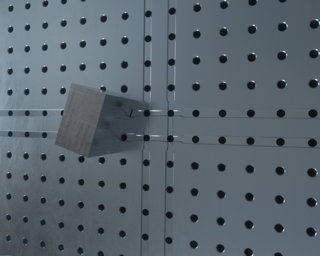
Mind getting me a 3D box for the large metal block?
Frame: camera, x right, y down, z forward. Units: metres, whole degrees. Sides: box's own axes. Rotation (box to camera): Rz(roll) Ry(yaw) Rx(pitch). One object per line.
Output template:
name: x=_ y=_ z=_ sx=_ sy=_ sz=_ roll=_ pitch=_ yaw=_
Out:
large metal block: x=-0.084 y=-0.010 z=0.414 sx=0.050 sy=0.080 sz=0.080 roll=20 pitch=97 yaw=19
